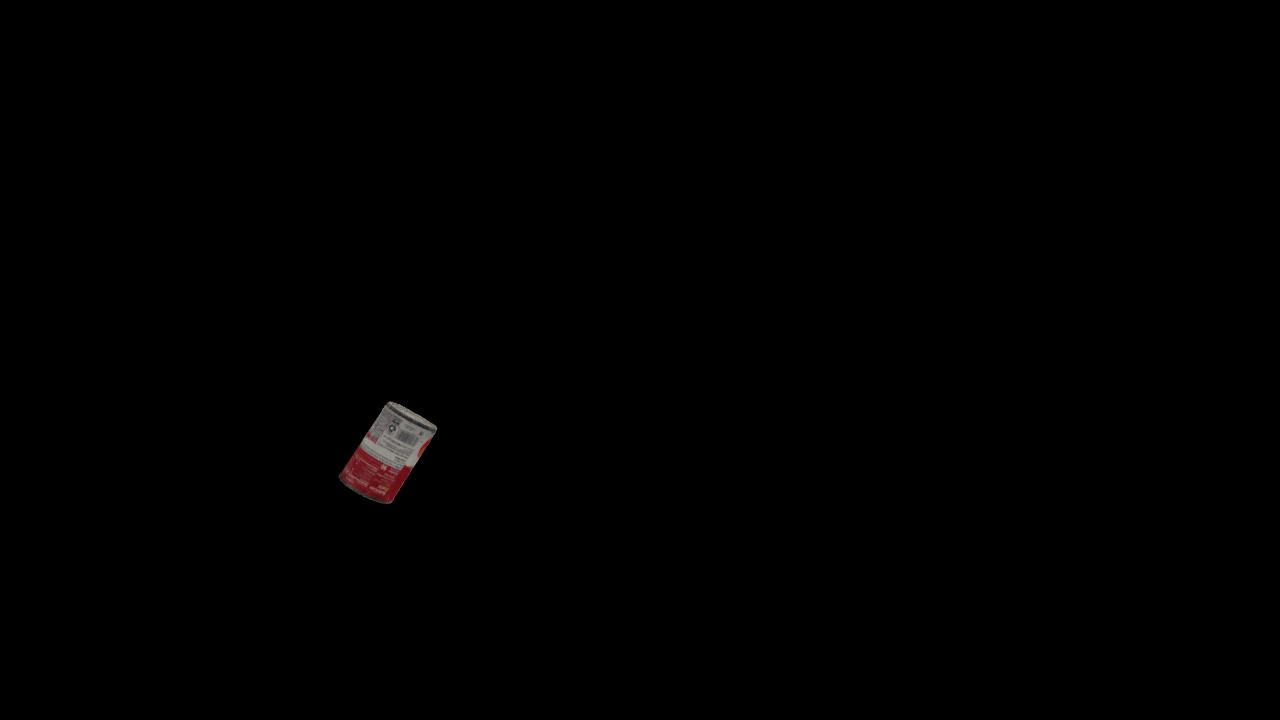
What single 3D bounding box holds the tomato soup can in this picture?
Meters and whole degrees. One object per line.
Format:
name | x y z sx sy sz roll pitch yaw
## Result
tomato soup can | -0.294 0.107 0.723 0.068 0.101 0.068 30 -7 4
